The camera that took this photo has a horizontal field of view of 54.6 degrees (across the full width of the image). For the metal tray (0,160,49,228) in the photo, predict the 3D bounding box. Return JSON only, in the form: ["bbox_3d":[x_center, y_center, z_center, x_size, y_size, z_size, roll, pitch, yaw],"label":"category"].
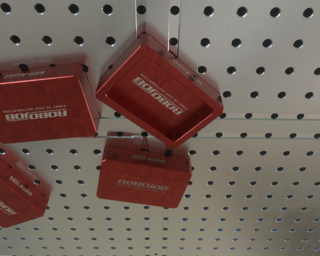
[{"bbox_3d":[-0.257,0.106,0.496,0.090,0.030,0.130,-20,127,16],"label":"metal tray"}]

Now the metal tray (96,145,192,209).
[{"bbox_3d":[-0.026,0.077,0.474,0.131,0.030,0.089,10,130,-9],"label":"metal tray"}]

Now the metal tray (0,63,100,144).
[{"bbox_3d":[-0.150,-0.027,0.384,0.131,0.030,0.090,-5,130,4],"label":"metal tray"}]

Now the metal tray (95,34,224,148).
[{"bbox_3d":[0.001,-0.038,0.375,0.130,0.030,0.090,35,122,-26],"label":"metal tray"}]
